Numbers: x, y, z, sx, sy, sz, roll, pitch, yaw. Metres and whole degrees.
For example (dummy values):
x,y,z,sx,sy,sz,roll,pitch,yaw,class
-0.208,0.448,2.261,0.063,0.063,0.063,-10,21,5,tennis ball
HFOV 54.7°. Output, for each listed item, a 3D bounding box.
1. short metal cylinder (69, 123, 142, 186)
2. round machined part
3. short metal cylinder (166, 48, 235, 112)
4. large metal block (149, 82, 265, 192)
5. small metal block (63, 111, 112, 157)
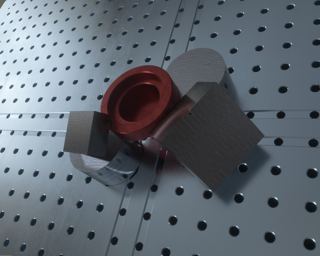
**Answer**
x,y,z,sx,sy,sz,roll,pitch,yaw,class
-0.071,0.030,0.411,0.080,0.050,0.080,-13,56,21,short metal cylinder
-0.022,-0.027,0.387,0.098,0.042,0.098,-13,56,21,round machined part
0.051,-0.056,0.399,0.080,0.050,0.080,-13,56,21,short metal cylinder
0.049,0.007,0.334,0.080,0.080,0.050,-47,17,-5,large metal block
-0.087,0.007,0.370,0.050,0.025,0.050,2,81,42,small metal block
